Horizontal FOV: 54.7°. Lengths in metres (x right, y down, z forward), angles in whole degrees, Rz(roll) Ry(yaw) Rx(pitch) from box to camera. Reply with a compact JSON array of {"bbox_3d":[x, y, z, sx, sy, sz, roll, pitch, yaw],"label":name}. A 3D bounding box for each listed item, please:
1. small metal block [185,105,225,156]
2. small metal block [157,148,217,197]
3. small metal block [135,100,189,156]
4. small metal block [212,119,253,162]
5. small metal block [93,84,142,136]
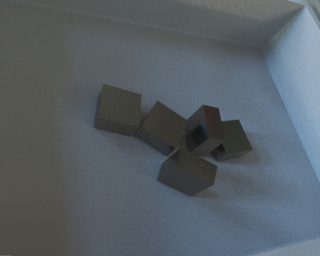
[{"bbox_3d":[0.059,0.004,0.418,0.025,0.050,0.050,10,58,-24],"label":"small metal block"},{"bbox_3d":[0.032,0.054,0.372,0.050,0.050,0.025,27,53,-12],"label":"small metal block"},{"bbox_3d":[0.003,0.000,0.405,0.050,0.025,0.050,34,51,-7],"label":"small metal block"},{"bbox_3d":[0.098,0.017,0.447,0.050,0.025,0.050,-6,65,-31],"label":"small metal block"},{"bbox_3d":[-0.052,-0.022,0.389,0.050,0.025,0.050,14,56,-21],"label":"small metal block"}]
